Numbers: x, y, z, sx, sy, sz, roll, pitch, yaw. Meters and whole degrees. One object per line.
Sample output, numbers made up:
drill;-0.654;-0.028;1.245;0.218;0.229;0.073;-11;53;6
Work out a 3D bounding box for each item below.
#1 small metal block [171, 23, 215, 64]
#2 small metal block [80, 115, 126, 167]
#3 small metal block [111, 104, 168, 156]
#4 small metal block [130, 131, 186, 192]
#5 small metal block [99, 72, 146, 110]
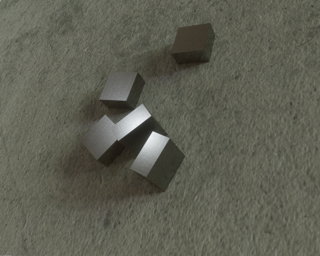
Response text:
small metal block;0.049;-0.123;0.452;0.050;0.025;0.050;1;62;28
small metal block;-0.075;0.017;0.431;0.050;0.025;0.050;-46;52;-5
small metal block;-0.025;0.004;0.397;0.050;0.050;0.025;-38;51;3
small metal block;-0.001;0.040;0.363;0.025;0.050;0.050;21;73;35
small metal block;-0.056;-0.056;0.466;0.050;0.025;0.050;5;64;30
